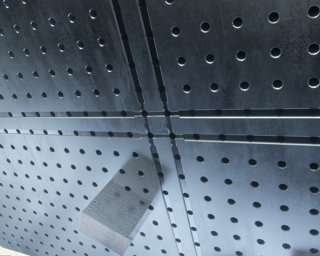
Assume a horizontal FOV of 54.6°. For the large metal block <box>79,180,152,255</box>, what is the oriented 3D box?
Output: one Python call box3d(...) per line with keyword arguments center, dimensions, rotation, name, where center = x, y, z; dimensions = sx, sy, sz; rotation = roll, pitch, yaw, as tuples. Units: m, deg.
box3d(center=(-0.071, 0.143, 0.502), dimensions=(0.080, 0.080, 0.050), rotation=(26, 128, 12), name="large metal block")
